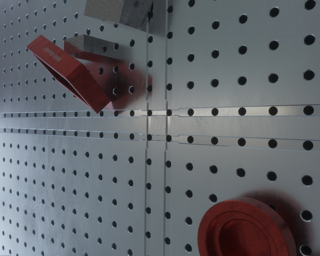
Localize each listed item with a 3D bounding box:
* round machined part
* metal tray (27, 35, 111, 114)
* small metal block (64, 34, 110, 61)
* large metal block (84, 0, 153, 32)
[{"bbox_3d":[0.092,0.121,0.323,0.098,0.042,0.097,0,90,40],"label":"round machined part"},{"bbox_3d":[-0.142,-0.084,0.483,0.030,0.090,0.130,-46,56,-11],"label":"metal tray"},{"bbox_3d":[-0.115,-0.125,0.488,0.050,0.050,0.025,1,91,40],"label":"small metal block"},{"bbox_3d":[-0.056,-0.188,0.439,0.080,0.050,0.079,25,106,37],"label":"large metal block"}]
